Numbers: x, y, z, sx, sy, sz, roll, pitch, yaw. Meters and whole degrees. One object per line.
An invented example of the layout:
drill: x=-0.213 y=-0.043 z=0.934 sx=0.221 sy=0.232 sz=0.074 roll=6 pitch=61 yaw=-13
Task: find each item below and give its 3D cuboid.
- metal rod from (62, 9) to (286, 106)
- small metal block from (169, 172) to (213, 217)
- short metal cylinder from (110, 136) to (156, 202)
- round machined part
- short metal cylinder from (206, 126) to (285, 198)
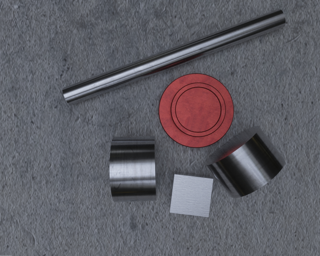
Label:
metal rod: x=0.019 y=-0.093 z=0.409 sx=0.301 sy=0.025 sz=0.025 roll=-20 pitch=90 yaw=0
small metal block: x=0.041 y=0.087 z=0.410 sx=0.050 sy=0.025 sz=0.050 roll=7 pitch=90 yaw=0
short metal cylinder: x=-0.030 y=0.050 z=0.382 sx=0.050 sy=0.080 sz=0.079 roll=-2 pitch=90 yaw=0
round machined part: x=0.047 y=-0.023 z=0.402 sx=0.099 sy=0.042 sz=0.097 roll=0 pitch=90 yaw=0
short metal cylinder: x=0.104 y=0.041 z=0.383 sx=0.080 sy=0.080 sz=0.050 roll=-37 pitch=90 yaw=0
